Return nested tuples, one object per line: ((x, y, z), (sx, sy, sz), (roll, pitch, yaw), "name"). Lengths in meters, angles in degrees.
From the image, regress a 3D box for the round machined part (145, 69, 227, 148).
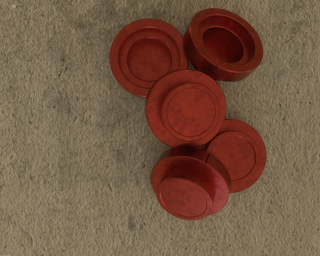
((0.033, -0.021, 0.370), (0.099, 0.042, 0.097), (-2, 101, -8), "round machined part")

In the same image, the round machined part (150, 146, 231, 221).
((0.034, 0.074, 0.378), (0.098, 0.042, 0.097), (11, 125, 16), "round machined part")

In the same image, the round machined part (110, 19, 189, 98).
((-0.013, -0.087, 0.402), (0.099, 0.042, 0.097), (0, 90, -1), "round machined part")

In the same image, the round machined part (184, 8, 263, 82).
((0.075, -0.099, 0.390), (0.099, 0.042, 0.098), (8, 63, -16), "round machined part")

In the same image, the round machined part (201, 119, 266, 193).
((0.090, 0.037, 0.404), (0.099, 0.042, 0.097), (0, 90, -1), "round machined part")
